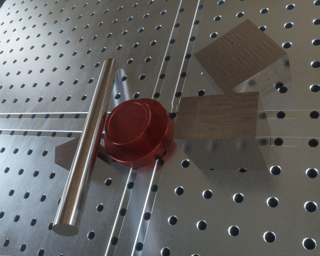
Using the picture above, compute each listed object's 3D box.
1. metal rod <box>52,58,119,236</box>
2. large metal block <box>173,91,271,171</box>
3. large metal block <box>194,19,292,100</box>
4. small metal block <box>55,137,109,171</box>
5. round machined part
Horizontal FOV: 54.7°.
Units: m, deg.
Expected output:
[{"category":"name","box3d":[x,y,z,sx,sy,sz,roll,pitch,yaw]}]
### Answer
[{"category":"metal rod","box3d":[-0.086,-0.004,0.407,0.025,0.025,0.300,-18,39,18]},{"category":"large metal block","box3d":[0.070,0.007,0.332,0.080,0.080,0.050,-2,61,27]},{"category":"large metal block","box3d":[0.102,-0.076,0.385,0.080,0.050,0.080,-33,52,6]},{"category":"small metal block","box3d":[-0.107,0.038,0.425,0.050,0.050,0.025,-22,54,15]},{"category":"round machined part","box3d":[-0.034,0.000,0.415,0.098,0.042,0.098,-13,56,21]}]
